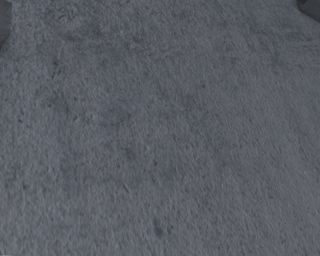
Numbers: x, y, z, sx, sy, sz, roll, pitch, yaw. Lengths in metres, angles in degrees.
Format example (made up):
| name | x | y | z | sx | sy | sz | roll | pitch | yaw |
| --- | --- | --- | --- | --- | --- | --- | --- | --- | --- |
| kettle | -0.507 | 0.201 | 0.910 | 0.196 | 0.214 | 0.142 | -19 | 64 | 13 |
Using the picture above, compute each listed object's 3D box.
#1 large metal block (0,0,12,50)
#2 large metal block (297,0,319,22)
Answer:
| name | x | y | z | sx | sy | sz | roll | pitch | yaw |
| --- | --- | --- | --- | --- | --- | --- | --- | --- | --- |
| large metal block | -0.220 | -0.111 | 0.337 | 0.080 | 0.050 | 0.080 | 20 | 54 | -17 |
| large metal block | 0.413 | -0.338 | 0.822 | 0.080 | 0.050 | 0.080 | 22 | 54 | -16 |
